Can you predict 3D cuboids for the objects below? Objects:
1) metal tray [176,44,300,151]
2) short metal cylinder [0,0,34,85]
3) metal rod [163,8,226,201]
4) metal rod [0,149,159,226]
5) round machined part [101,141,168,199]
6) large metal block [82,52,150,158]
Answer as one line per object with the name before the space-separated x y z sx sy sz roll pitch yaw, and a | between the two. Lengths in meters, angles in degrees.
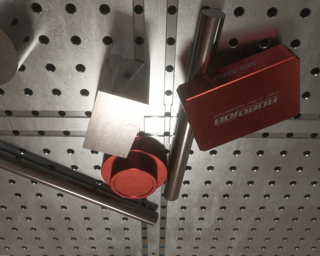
metal tray | 0.094 -0.031 0.362 0.131 0.030 0.090 -22 133 3
short metal cylinder | -0.178 -0.089 0.317 0.081 0.050 0.079 0 130 0
metal rod | 0.036 -0.004 0.409 0.025 0.025 0.298 5 130 -5
metal rod | -0.133 0.095 0.490 0.301 0.025 0.025 28 125 -22
round machined part | -0.038 0.068 0.458 0.099 0.042 0.097 -1 130 0
large metal block | -0.048 -0.026 0.353 0.050 0.080 0.079 15 128 -13
